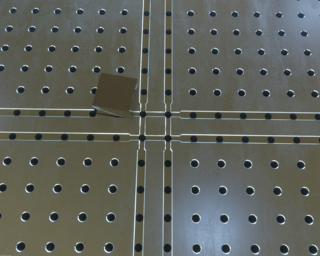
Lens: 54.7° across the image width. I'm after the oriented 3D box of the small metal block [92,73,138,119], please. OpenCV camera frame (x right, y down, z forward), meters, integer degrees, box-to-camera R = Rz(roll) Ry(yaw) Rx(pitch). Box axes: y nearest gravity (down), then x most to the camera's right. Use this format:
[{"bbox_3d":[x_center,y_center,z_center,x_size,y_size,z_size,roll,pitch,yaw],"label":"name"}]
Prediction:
[{"bbox_3d":[-0.061,-0.045,0.427,0.050,0.025,0.050,10,70,3],"label":"small metal block"}]
